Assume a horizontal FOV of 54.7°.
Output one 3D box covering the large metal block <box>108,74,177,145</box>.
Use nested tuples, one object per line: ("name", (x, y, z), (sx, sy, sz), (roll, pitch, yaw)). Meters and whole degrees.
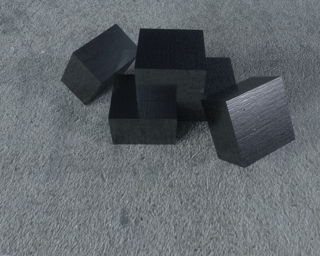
("large metal block", (-0.020, -0.025, 0.407), (0.081, 0.050, 0.080), (0, 50, 0))

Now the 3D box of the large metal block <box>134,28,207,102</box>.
("large metal block", (0.013, -0.080, 0.388), (0.081, 0.050, 0.080), (2, 50, 1))

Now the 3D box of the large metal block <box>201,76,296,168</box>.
("large metal block", (0.106, -0.010, 0.370), (0.081, 0.080, 0.050), (-25, 17, -20))

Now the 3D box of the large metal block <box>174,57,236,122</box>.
("large metal block", (0.060, -0.055, 0.436), (0.081, 0.050, 0.080), (0, 50, 0))

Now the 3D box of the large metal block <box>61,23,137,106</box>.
("large metal block", (-0.083, -0.086, 0.431), (0.050, 0.080, 0.080), (47, 58, -6))
